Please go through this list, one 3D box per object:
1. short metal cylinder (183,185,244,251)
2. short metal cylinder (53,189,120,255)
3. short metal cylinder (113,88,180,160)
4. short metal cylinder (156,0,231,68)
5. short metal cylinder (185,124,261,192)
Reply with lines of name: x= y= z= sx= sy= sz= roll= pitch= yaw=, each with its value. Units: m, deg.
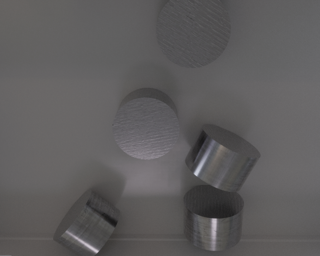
short metal cylinder: x=0.073 y=0.121 z=0.427 sx=0.080 sy=0.080 sz=0.050 roll=-1 pitch=110 yaw=0
short metal cylinder: x=-0.101 y=0.133 z=0.430 sx=0.050 sy=0.080 sz=0.080 roll=40 pitch=105 yaw=-13
short metal cylinder: x=-0.017 y=-0.007 z=0.395 sx=0.081 sy=0.050 sz=0.079 roll=0 pitch=110 yaw=0
short metal cylinder: x=0.036 y=-0.113 z=0.356 sx=0.081 sy=0.050 sz=0.079 roll=0 pitch=110 yaw=0
short metal cylinder: x=0.079 y=0.037 z=0.396 sx=0.080 sy=0.080 sz=0.050 roll=22 pitch=109 yaw=-8
